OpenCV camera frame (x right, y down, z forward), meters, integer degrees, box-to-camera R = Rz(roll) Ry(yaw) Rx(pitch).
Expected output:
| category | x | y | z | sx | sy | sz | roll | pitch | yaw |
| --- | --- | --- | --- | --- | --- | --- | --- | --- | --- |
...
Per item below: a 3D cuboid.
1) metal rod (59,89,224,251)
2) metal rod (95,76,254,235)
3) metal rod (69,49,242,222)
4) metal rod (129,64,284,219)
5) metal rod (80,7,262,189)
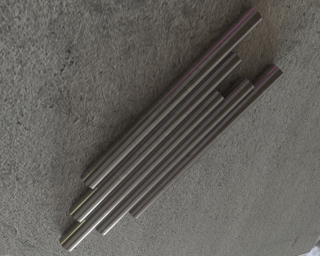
| category | x | y | z | sx | sy | sz | roll | pitch | yaw |
| --- | --- | --- | --- | --- | --- | --- | --- | --- | --- |
| metal rod | -0.027 | 0.058 | 0.431 | 0.300 | 0.025 | 0.025 | -45 | 130 | 3 |
| metal rod | 0.018 | 0.041 | 0.445 | 0.300 | 0.025 | 0.025 | -45 | 130 | 3 |
| metal rod | -0.008 | 0.012 | 0.413 | 0.300 | 0.025 | 0.025 | -45 | 130 | 3 |
| metal rod | 0.064 | 0.021 | 0.458 | 0.300 | 0.025 | 0.025 | -45 | 130 | 3 |
| metal rod | 0.012 | -0.036 | 0.394 | 0.300 | 0.025 | 0.025 | -45 | 130 | 3 |
